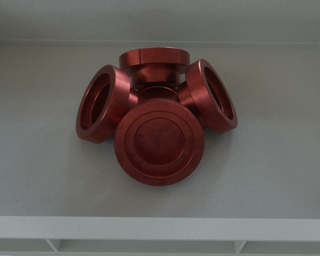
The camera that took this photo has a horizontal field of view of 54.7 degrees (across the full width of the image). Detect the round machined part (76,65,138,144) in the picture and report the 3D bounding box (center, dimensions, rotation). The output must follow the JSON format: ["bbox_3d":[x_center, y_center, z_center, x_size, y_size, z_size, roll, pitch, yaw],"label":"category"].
[{"bbox_3d":[-0.064,-0.026,0.389,0.042,0.098,0.098,22,41,-32],"label":"round machined part"}]

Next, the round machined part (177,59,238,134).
[{"bbox_3d":[0.058,-0.036,0.400,0.042,0.098,0.098,-27,45,25],"label":"round machined part"}]

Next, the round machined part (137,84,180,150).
[{"bbox_3d":[-0.003,-0.021,0.409,0.099,0.042,0.098,0,50,0],"label":"round machined part"}]

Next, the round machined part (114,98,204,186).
[{"bbox_3d":[-0.001,0.013,0.356,0.099,0.097,0.042,-1,14,-1],"label":"round machined part"}]

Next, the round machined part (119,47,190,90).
[{"bbox_3d":[-0.007,-0.078,0.433,0.099,0.098,0.042,-3,88,-3],"label":"round machined part"}]
